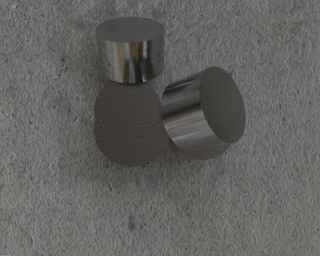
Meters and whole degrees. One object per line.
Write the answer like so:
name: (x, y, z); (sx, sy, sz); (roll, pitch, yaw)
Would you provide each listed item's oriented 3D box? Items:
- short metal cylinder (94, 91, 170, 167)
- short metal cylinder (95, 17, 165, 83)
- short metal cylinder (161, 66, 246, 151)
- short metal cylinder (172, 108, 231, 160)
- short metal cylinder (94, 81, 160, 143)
short metal cylinder: (-0.029, 0.001, 0.348); (0.081, 0.050, 0.079); (0, 90, -1)
short metal cylinder: (-0.035, -0.097, 0.377); (0.081, 0.080, 0.050); (0, 129, -1)
short metal cylinder: (0.047, -0.019, 0.327); (0.050, 0.081, 0.080); (-17, 90, 42)
short metal cylinder: (0.052, -0.001, 0.399); (0.081, 0.050, 0.079); (0, 90, -1)
short metal cylinder: (-0.039, -0.022, 0.398); (0.081, 0.050, 0.079); (0, 90, -1)
